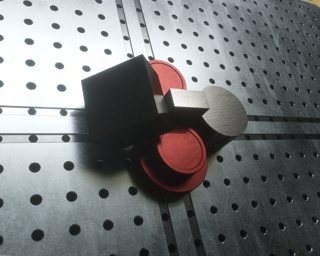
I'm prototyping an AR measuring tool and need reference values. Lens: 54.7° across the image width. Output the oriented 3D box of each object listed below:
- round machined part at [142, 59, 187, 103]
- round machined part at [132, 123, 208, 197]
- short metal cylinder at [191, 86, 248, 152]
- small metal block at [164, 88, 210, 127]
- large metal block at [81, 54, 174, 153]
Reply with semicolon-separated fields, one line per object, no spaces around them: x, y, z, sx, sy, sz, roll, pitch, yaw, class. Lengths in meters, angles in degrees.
-0.003;-0.056;0.430;0.099;0.042;0.098;14;56;-21;round machined part
0.018;0.033;0.387;0.099;0.042;0.098;14;56;-21;round machined part
0.076;-0.013;0.439;0.081;0.050;0.080;14;56;-21;short metal cylinder
0.026;-0.024;0.392;0.050;0.050;0.025;1;61;-28;small metal block
-0.039;-0.027;0.361;0.050;0.080;0.080;44;28;-62;large metal block
